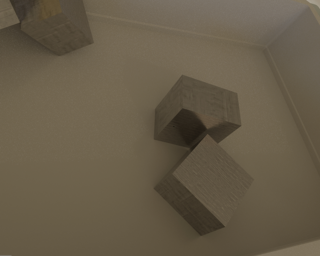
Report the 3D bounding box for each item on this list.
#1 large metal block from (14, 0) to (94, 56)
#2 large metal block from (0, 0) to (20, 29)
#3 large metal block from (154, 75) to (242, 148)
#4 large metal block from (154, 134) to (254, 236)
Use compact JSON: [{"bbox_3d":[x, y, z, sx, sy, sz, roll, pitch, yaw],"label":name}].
[{"bbox_3d":[-0.128,-0.145,0.373,0.050,0.080,0.080,-18,79,9],"label":"large metal block"},{"bbox_3d":[-0.206,-0.138,0.322,0.050,0.080,0.080,-41,125,-38],"label":"large metal block"},{"bbox_3d":[0.046,-0.015,0.404,0.081,0.080,0.050,15,56,-20],"label":"large metal block"},{"bbox_3d":[0.054,0.068,0.377,0.080,0.050,0.080,45,51,3],"label":"large metal block"}]
